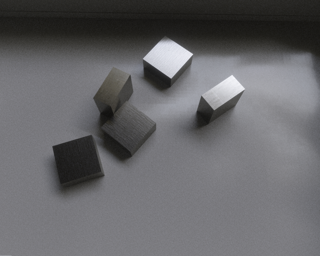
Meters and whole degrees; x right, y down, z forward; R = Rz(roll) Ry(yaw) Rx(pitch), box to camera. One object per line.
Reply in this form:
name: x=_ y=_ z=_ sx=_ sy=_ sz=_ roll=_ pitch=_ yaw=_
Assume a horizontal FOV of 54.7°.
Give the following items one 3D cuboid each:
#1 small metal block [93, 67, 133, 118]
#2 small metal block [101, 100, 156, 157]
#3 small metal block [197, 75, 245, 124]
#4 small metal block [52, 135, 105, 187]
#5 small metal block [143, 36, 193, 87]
small metal block: x=-0.060 y=-0.044 z=0.412 sx=0.025 sy=0.050 sz=0.050 roll=25 pitch=72 yaw=8
small metal block: x=-0.040 y=0.001 z=0.409 sx=0.050 sy=0.025 sz=0.050 roll=38 pitch=74 yaw=12
small metal block: x=0.079 y=-0.036 z=0.411 sx=0.050 sy=0.050 sz=0.025 roll=-34 pitch=74 yaw=-12
small metal block: x=-0.103 y=0.042 z=0.393 sx=0.050 sy=0.025 sz=0.050 roll=-17 pitch=71 yaw=-7
small metal block: x=0.011 y=-0.096 z=0.445 sx=0.050 sy=0.025 sz=0.050 roll=37 pitch=74 yaw=12
